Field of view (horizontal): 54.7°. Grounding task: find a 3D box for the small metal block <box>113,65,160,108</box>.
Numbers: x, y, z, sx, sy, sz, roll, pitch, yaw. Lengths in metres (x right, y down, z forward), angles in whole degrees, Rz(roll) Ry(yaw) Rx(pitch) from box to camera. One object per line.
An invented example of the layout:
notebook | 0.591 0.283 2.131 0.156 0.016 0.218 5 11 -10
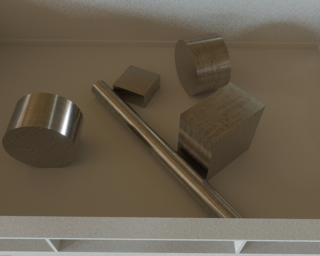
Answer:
small metal block | -0.033 -0.062 0.457 0.050 0.025 0.050 21 53 16

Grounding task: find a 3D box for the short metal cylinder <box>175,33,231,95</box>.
short metal cylinder | 0.060 -0.092 0.447 0.050 0.080 0.080 -16 52 -13

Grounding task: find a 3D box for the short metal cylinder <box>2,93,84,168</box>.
short metal cylinder | -0.134 0.005 0.364 0.081 0.080 0.050 -1 50 -1

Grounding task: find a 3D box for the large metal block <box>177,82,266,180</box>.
large metal block | 0.069 0.006 0.366 0.081 0.080 0.050 -33 58 -25

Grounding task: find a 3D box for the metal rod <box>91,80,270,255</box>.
metal rod | 0.005 0.031 0.378 0.025 0.025 0.300 -32 57 -24
